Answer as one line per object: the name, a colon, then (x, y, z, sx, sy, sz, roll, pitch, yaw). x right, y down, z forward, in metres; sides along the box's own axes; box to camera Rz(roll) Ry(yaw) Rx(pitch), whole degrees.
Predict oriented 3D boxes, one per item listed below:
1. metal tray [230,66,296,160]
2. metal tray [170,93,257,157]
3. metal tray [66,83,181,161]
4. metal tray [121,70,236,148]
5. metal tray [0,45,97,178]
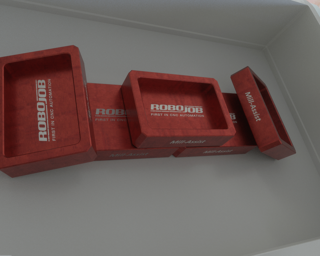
metal tray: (0.158, -0.021, 0.473, 0.090, 0.030, 0.130, 21, 48, -52)
metal tray: (0.070, -0.007, 0.443, 0.131, 0.030, 0.090, 0, 62, -28)
metal tray: (-0.046, -0.008, 0.382, 0.131, 0.030, 0.090, 0, 62, -28)
metal tray: (0.024, -0.023, 0.388, 0.131, 0.030, 0.090, 0, 61, -28)
metal tray: (-0.121, -0.021, 0.325, 0.091, 0.030, 0.130, -11, 65, -5)
